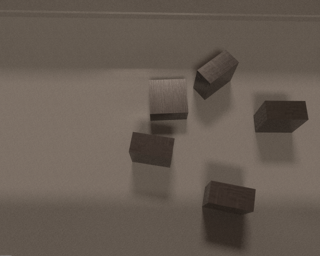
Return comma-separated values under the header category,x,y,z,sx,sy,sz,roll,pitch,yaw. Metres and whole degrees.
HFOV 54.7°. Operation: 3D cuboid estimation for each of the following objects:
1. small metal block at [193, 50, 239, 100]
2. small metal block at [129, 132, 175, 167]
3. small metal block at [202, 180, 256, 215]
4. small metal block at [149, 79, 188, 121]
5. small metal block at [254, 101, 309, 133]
category,x,y,z,sx,sy,sz,roll,pitch,yaw
small metal block,0.075,-0.071,0.423,0.050,0.050,0.025,-37,75,-13
small metal block,-0.010,0.028,0.386,0.050,0.050,0.025,9,71,3
small metal block,0.080,0.084,0.367,0.050,0.050,0.025,11,71,3
small metal block,0.011,-0.038,0.424,0.050,0.025,0.050,-2,70,-1
small metal block,0.155,-0.014,0.403,0.050,0.050,0.025,0,70,0
